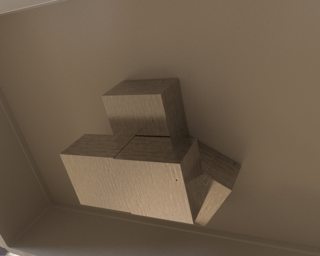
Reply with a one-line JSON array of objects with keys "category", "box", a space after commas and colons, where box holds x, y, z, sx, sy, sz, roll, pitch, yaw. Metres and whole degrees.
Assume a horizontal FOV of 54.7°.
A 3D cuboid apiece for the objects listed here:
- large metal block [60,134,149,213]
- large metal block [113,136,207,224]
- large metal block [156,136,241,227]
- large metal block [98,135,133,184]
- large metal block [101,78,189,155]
[{"category": "large metal block", "box": [-0.068, 0.055, 0.396, 0.080, 0.050, 0.080, 1, 119, 28]}, {"category": "large metal block", "box": [0.003, 0.058, 0.358, 0.080, 0.050, 0.080, 1, 119, 28]}, {"category": "large metal block", "box": [0.047, 0.070, 0.407, 0.080, 0.050, 0.079, 30, 128, 9]}, {"category": "large metal block", "box": [-0.048, 0.064, 0.455, 0.080, 0.050, 0.080, -29, 103, 37]}, {"category": "large metal block", "box": [-0.016, -0.015, 0.390, 0.080, 0.050, 0.080, 2, 119, 27]}]
